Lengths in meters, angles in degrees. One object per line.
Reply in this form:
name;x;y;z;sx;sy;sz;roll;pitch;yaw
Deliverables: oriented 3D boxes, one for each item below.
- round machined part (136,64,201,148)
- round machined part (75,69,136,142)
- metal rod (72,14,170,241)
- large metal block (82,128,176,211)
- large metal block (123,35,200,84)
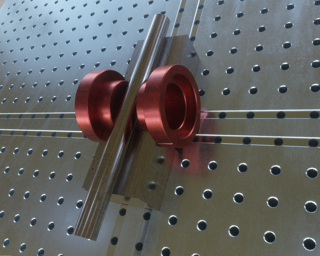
round machined part;0.008;-0.025;0.372;0.042;0.098;0.098;-1;61;33
round machined part;-0.062;-0.028;0.410;0.042;0.098;0.098;2;63;29
metal rod;-0.038;-0.019;0.376;0.025;0.025;0.300;3;63;29
large metal block;-0.036;0.049;0.380;0.080;0.050;0.080;3;63;29
large metal block;0.003;-0.081;0.440;0.080;0.050;0.080;2;63;29
